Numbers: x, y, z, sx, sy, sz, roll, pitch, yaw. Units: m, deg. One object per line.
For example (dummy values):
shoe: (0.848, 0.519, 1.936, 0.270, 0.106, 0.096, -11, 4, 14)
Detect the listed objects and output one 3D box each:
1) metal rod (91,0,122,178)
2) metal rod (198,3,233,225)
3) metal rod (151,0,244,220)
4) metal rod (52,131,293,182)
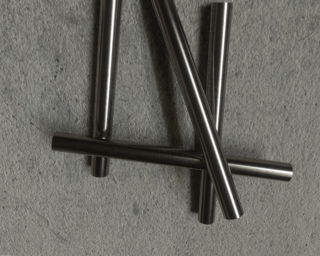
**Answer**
metal rod: (-0.065, -0.076, 0.380, 0.025, 0.025, 0.298, 7, 110, -3)
metal rod: (0.070, -0.004, 0.408, 0.025, 0.025, 0.298, 0, 110, 0)
metal rod: (0.041, -0.034, 0.363, 0.025, 0.025, 0.298, -19, 96, 6)
metal rod: (0.018, 0.037, 0.395, 0.302, 0.025, 0.025, 8, 110, -3)
